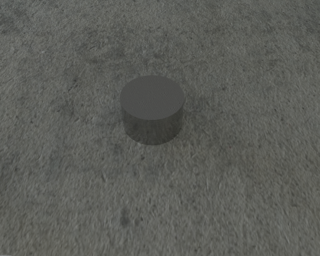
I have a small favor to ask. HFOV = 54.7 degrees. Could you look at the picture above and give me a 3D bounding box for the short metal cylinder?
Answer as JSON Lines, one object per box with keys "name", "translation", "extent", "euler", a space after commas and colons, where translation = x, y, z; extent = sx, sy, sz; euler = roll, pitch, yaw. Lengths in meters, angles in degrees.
{"name": "short metal cylinder", "translation": [-0.010, -0.024, 0.407], "extent": [0.081, 0.050, 0.080], "euler": [0, 50, 0]}
